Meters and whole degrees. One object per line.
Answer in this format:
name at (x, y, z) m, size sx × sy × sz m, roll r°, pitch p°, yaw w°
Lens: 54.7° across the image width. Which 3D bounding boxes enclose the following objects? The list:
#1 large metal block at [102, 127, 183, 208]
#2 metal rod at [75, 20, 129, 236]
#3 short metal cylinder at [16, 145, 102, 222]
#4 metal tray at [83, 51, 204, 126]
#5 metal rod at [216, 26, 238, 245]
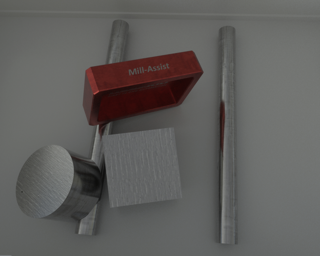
large metal block at (-0.021, 0.045, 0.369) m, size 0.081 × 0.050 × 0.080 m, roll -7°, pitch 86°, yaw -3°
metal rod at (-0.073, -0.015, 0.414) m, size 0.025 × 0.025 × 0.299 m, roll 5°, pitch 70°, yaw 1°
short metal cylinder at (-0.115, 0.065, 0.356) m, size 0.080 × 0.050 × 0.080 m, roll -10°, pitch 66°, yaw 23°
metal tray at (-0.023, -0.047, 0.375) m, size 0.131 × 0.090 × 0.030 m, roll -14°, pitch 72°, yaw -22°
metal rod at (0.089, -0.005, 0.412) m, size 0.025 × 0.025 × 0.299 m, roll 4°, pitch 70°, yaw 1°
